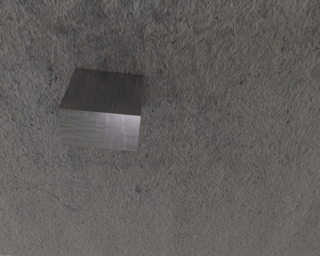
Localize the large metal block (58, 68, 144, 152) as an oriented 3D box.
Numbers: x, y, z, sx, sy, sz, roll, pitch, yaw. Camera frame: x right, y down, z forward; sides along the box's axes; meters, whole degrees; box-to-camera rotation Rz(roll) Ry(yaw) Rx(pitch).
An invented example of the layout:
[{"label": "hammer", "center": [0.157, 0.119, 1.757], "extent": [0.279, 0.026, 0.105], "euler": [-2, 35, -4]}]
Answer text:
[{"label": "large metal block", "center": [-0.062, -0.022, 0.351], "extent": [0.080, 0.080, 0.050], "euler": [5, 130, -5]}]
